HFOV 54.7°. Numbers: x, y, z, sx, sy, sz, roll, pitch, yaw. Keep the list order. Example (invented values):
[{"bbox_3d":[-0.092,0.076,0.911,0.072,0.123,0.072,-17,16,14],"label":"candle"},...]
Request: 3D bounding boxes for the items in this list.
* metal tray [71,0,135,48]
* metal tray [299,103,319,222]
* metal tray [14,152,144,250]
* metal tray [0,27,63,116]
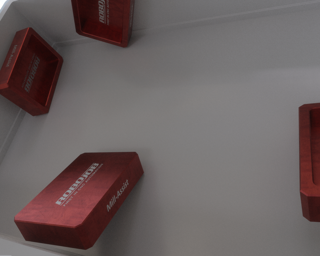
[{"bbox_3d":[-0.088,-0.187,0.481,0.090,0.129,0.030,16,66,-2],"label":"metal tray"},{"bbox_3d":[0.169,0.021,0.264,0.090,0.030,0.130,-4,33,26],"label":"metal tray"},{"bbox_3d":[-0.086,0.075,0.359,0.090,0.030,0.131,-3,27,26],"label":"metal tray"},{"bbox_3d":[-0.223,-0.098,0.541,0.030,0.090,0.130,-10,57,23],"label":"metal tray"}]
